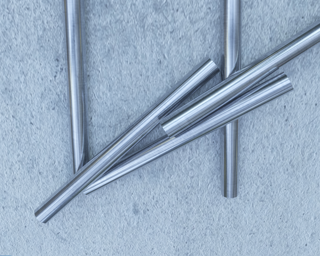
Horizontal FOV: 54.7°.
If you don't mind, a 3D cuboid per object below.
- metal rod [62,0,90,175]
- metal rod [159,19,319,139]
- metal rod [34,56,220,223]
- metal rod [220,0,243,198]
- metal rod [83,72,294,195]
[{"bbox_3d":[-0.103,-0.076,0.380,0.025,0.025,0.298,2,110,-1],"label":"metal rod"},{"bbox_3d":[0.132,-0.078,0.361,0.301,0.025,0.025,-33,107,3],"label":"metal rod"},{"bbox_3d":[-0.046,0.019,0.398,0.300,0.025,0.025,-41,105,7],"label":"metal rod"},{"bbox_3d":[0.090,-0.046,0.393,0.025,0.025,0.298,-4,110,1],"label":"metal rod"},{"bbox_3d":[0.021,0.015,0.397,0.300,0.025,0.025,-29,108,17],"label":"metal rod"}]
